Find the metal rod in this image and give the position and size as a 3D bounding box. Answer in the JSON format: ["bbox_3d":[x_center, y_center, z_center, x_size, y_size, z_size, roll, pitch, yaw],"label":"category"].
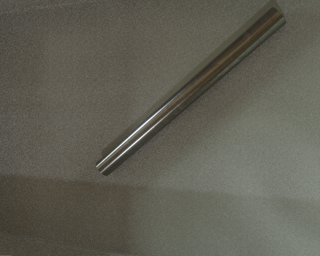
[{"bbox_3d":[0.029,-0.037,0.399,0.299,0.025,0.025,-41,78,15],"label":"metal rod"}]
